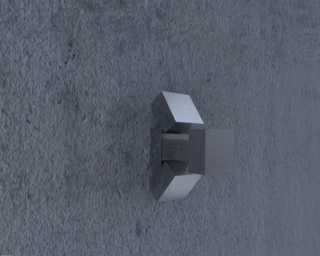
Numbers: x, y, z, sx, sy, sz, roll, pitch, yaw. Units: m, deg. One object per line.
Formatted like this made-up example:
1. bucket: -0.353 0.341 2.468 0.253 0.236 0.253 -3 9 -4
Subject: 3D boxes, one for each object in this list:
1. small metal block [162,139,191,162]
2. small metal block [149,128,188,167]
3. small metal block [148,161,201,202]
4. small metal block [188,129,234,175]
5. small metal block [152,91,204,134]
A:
1. small metal block: 0.038 0.027 0.391 0.050 0.050 0.025 3 88 -40
2. small metal block: 0.013 0.026 0.420 0.050 0.025 0.050 3 88 -40
3. small metal block: 0.021 0.070 0.410 0.050 0.025 0.050 3 129 -40
4. small metal block: 0.060 0.027 0.361 0.050 0.025 0.050 1 89 -40
5. small metal block: 0.023 -0.020 0.412 0.050 0.025 0.050 3 52 -40
